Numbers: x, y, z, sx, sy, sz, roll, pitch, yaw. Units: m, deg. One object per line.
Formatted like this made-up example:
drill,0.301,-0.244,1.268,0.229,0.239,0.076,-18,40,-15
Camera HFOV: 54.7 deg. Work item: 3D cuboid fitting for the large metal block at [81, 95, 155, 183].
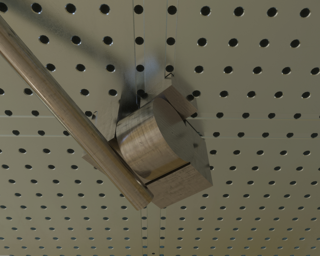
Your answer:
large metal block,-0.045,0.020,0.393,0.050,0.080,0.080,-30,124,23

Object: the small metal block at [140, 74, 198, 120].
small metal block,0.011,-0.031,0.386,0.050,0.025,0.050,-34,123,25

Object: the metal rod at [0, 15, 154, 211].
metal rod,-0.109,-0.033,0.313,0.025,0.025,0.300,-34,102,25

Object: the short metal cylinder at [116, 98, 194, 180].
short metal cylinder,-0.004,0.012,0.353,0.050,0.080,0.080,-30,125,22

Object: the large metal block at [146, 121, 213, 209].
large metal block,0.018,0.049,0.415,0.080,0.080,0.050,-30,124,23
